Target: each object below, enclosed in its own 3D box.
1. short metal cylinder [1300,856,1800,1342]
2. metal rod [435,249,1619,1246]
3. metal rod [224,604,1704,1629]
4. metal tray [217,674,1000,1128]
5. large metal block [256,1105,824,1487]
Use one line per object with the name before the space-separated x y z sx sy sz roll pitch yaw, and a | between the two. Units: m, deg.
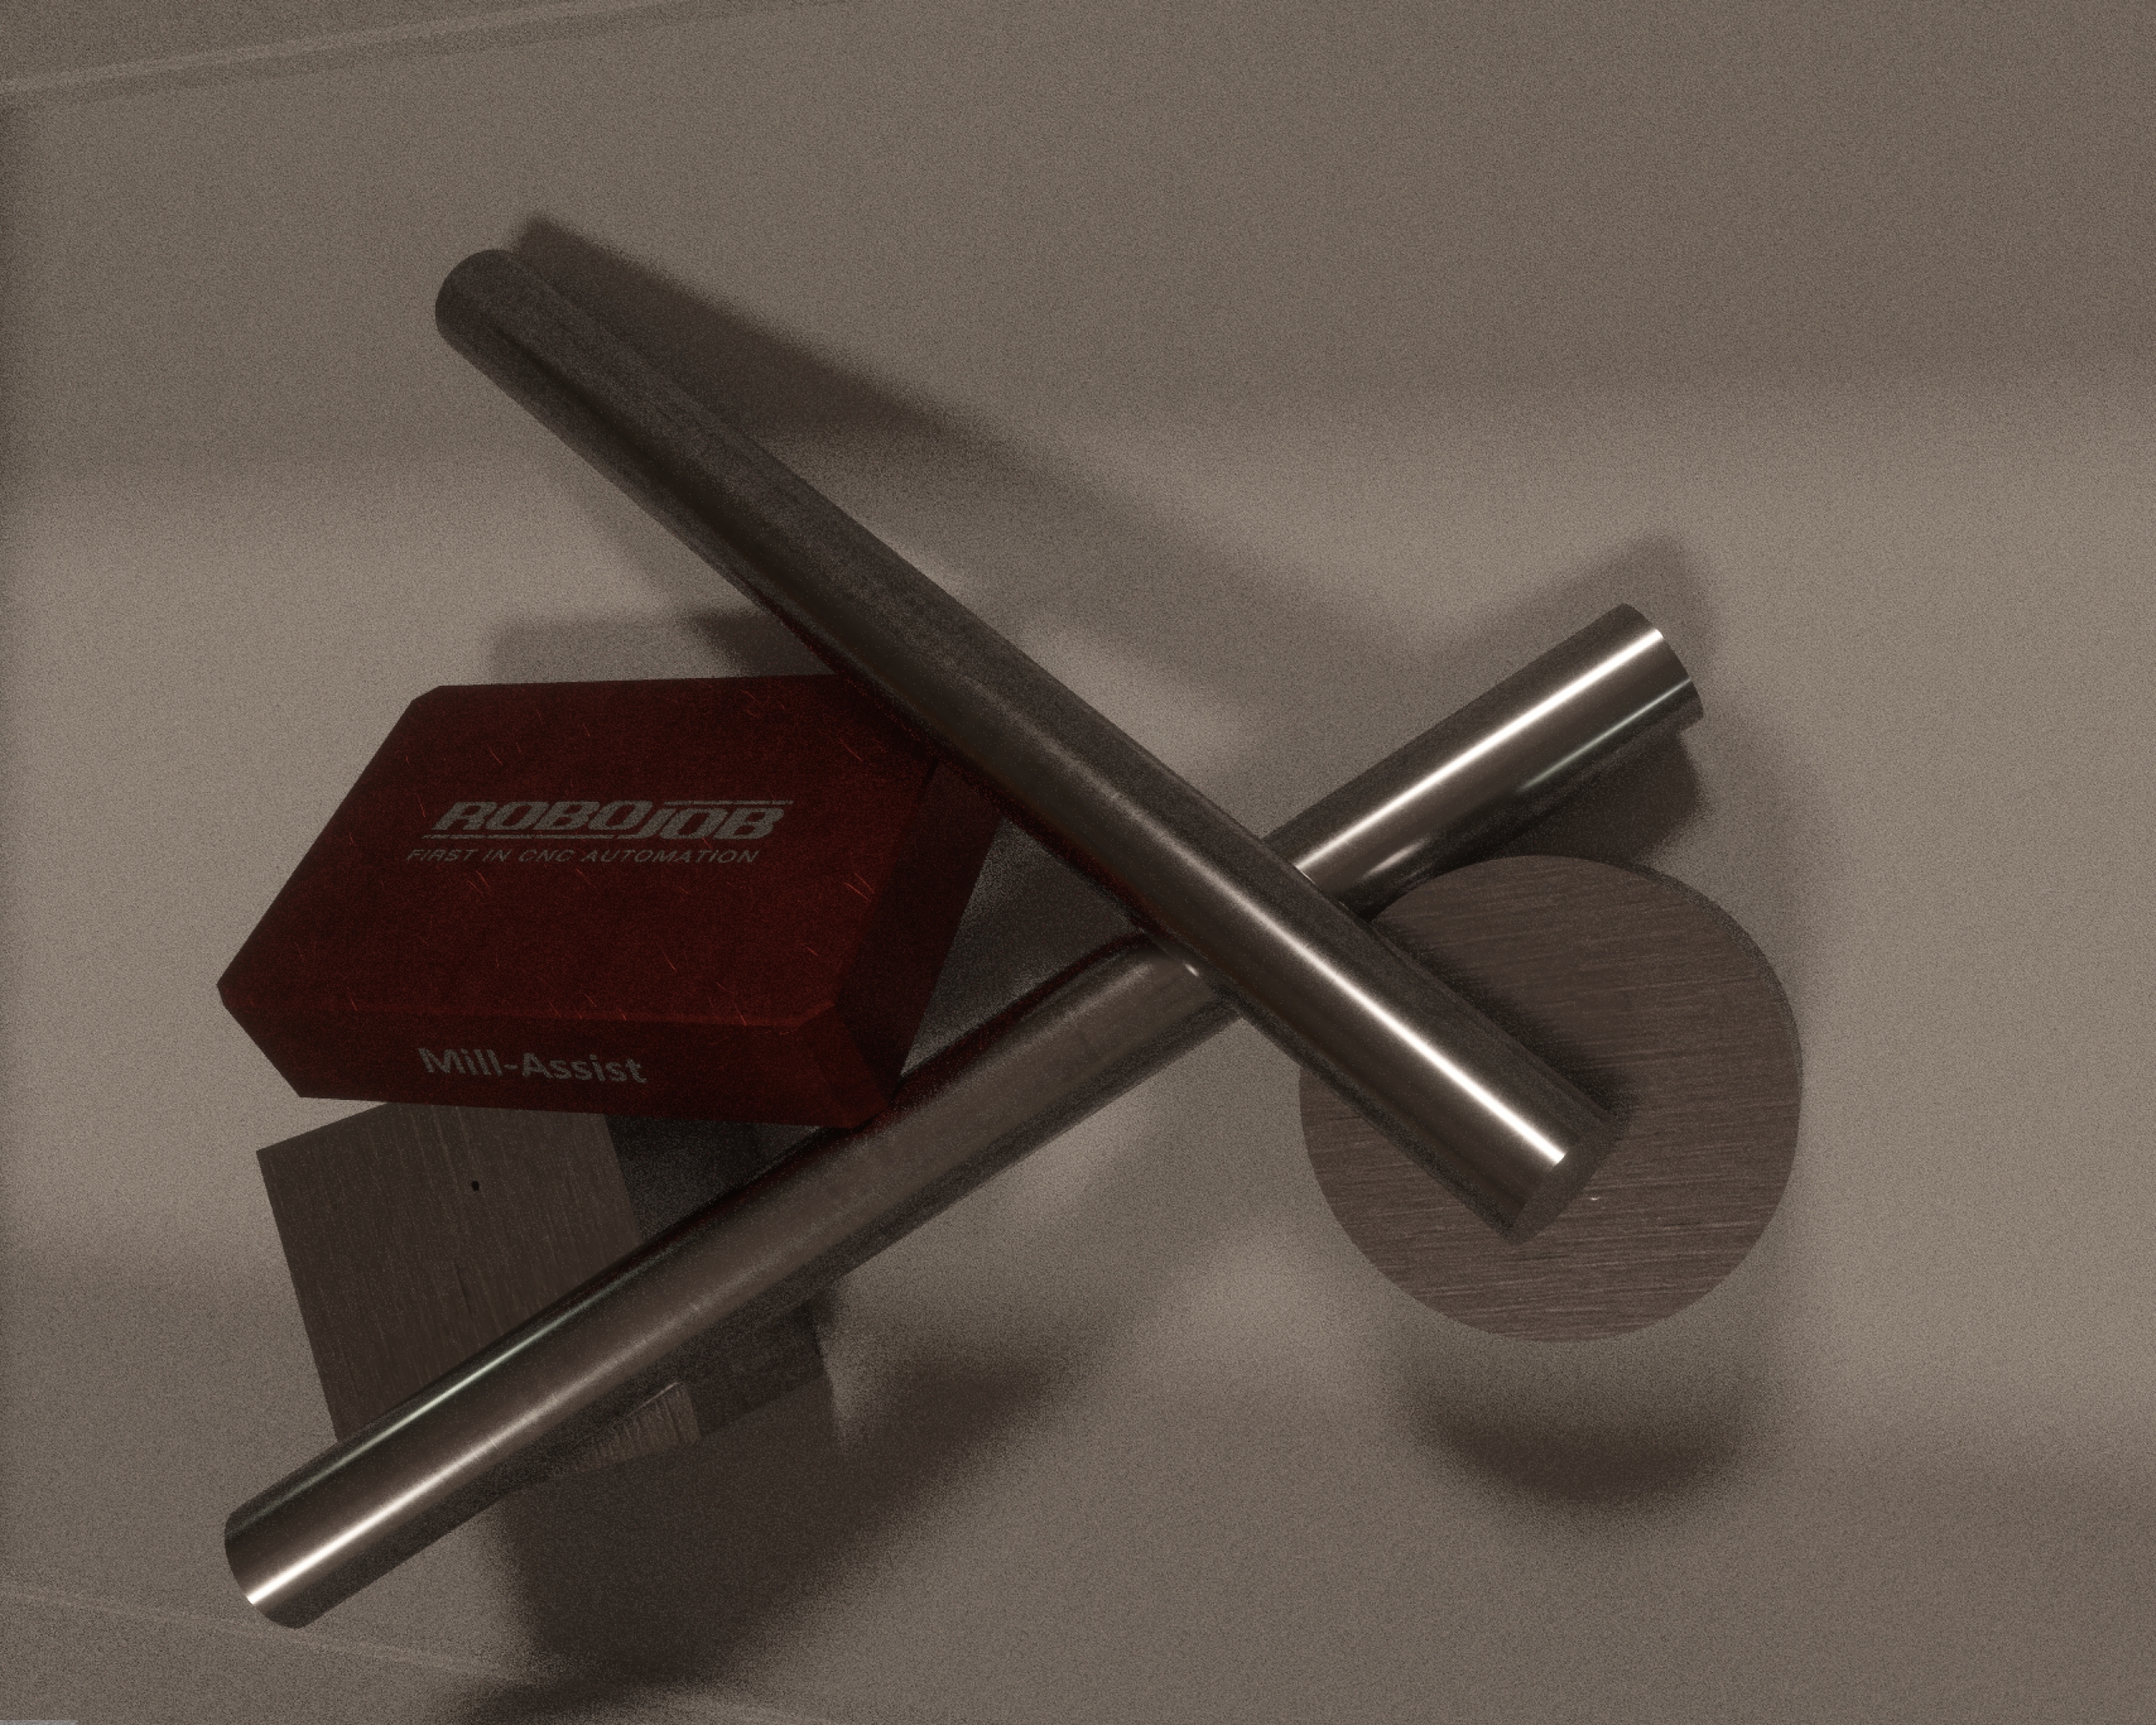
short metal cylinder | 0.084 0.038 0.365 0.080 0.050 0.079 0 90 19
metal rod | -0.028 -0.037 0.387 0.300 0.025 0.025 40 103 28
metal rod | -0.022 0.047 0.377 0.301 0.025 0.025 -33 79 2
metal tray | -0.088 0.004 0.407 0.130 0.030 0.090 0 46 21
large metal block | -0.110 0.083 0.430 0.080 0.050 0.080 -20 84 18
